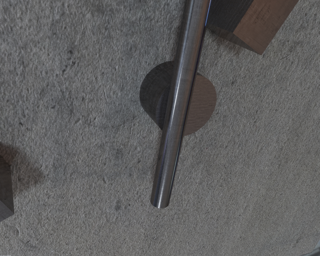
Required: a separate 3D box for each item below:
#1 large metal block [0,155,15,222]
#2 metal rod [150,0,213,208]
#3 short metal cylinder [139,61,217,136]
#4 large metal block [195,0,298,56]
[{"bbox_3d":[-0.197,0.064,0.303,0.080,0.080,0.050,-29,128,-10],"label":"large metal block"},{"bbox_3d":[0.022,-0.035,0.332,0.025,0.025,0.298,-5,121,-26],"label":"metal rod"},{"bbox_3d":[0.021,-0.036,0.380,0.081,0.050,0.079,-14,124,-21],"label":"short metal cylinder"},{"bbox_3d":[0.094,-0.137,0.338,0.050,0.080,0.080,22,106,-37],"label":"large metal block"}]
